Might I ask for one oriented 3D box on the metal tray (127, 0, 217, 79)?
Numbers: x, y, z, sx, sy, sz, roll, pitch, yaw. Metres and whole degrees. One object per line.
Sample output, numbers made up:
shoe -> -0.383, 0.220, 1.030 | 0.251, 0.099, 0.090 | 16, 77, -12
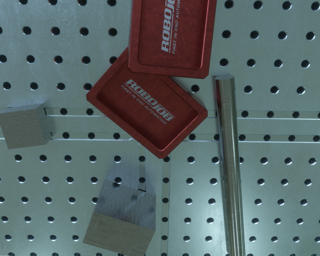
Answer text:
metal tray -> 0.013, -0.123, 0.345 | 0.091, 0.030, 0.129 | 3, 99, -11

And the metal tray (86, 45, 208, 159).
metal tray -> -0.015, -0.033, 0.398 | 0.130, 0.030, 0.090 | 40, 105, -14

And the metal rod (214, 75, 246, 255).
metal rod -> 0.103, 0.074, 0.442 | 0.025, 0.025, 0.298 | -8, 110, 2

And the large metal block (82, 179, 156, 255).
large metal block -> -0.052, 0.124, 0.429 | 0.080, 0.080, 0.050 | 20, 109, -8

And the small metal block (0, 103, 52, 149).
small metal block -> -0.178, -0.002, 0.410 | 0.050, 0.025, 0.050 | -7, 110, 2
